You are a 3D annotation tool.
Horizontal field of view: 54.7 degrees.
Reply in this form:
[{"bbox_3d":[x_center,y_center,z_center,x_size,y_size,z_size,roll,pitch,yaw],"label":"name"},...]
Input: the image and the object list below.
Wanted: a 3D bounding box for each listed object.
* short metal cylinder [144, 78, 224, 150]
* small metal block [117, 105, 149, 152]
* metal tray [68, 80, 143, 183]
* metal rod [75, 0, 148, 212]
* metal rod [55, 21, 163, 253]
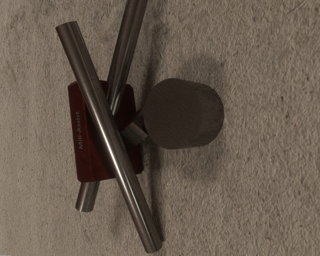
[{"bbox_3d":[0.027,-0.016,0.364,0.080,0.050,0.079,0,90,39],"label":"short metal cylinder"},{"bbox_3d":[-0.028,-0.003,0.401,0.025,0.050,0.050,42,134,-10],"label":"small metal block"},{"bbox_3d":[-0.071,0.003,0.419,0.030,0.091,0.129,-13,82,39],"label":"metal tray"},{"bbox_3d":[-0.066,-0.029,0.408,0.025,0.025,0.298,24,102,37],"label":"metal rod"},{"bbox_3d":[-0.057,0.021,0.381,0.025,0.025,0.298,-10,106,39],"label":"metal rod"}]
